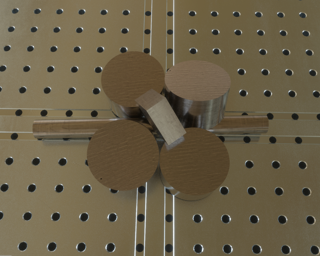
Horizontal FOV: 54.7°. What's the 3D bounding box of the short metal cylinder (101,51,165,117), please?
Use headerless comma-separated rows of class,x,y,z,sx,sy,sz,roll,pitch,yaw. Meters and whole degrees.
short metal cylinder,-0.034,-0.054,0.414,0.081,0.050,0.080,0,70,0

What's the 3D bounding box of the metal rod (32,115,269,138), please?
metal rod,-0.011,-0.002,0.408,0.302,0.025,0.025,-1,70,-1

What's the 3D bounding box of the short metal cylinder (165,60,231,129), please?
short metal cylinder,0.046,-0.043,0.396,0.081,0.050,0.080,0,47,0

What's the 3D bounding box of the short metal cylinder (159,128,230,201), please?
short metal cylinder,0.040,0.045,0.378,0.081,0.050,0.080,0,70,0

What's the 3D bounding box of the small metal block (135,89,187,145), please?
small metal block,0.000,-0.014,0.362,0.025,0.050,0.050,-35,116,-6

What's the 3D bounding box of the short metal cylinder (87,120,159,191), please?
short metal cylinder,-0.041,0.030,0.370,0.081,0.050,0.079,0,90,-1
